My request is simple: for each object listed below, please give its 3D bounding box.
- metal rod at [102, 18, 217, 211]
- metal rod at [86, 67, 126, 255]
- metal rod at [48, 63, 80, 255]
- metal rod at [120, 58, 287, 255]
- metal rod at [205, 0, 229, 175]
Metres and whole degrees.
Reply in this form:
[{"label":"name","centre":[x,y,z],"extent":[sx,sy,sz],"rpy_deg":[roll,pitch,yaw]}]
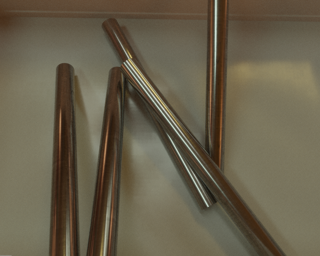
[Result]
[{"label":"metal rod","centre":[-0.008,-0.031,0.420],"extent":[0.025,0.025,0.299],"rpy_deg":[-26,72,-9]},{"label":"metal rod","centre":[-0.053,0.029,0.332],"extent":[0.025,0.025,0.300],"rpy_deg":[-2,45,-1]},{"label":"metal rod","centre":[-0.103,0.022,0.337],"extent":[0.025,0.025,0.300],"rpy_deg":[-12,46,-5]},{"label":"metal rod","centre":[0.045,0.035,0.372],"extent":[0.025,0.025,0.299],"rpy_deg":[-34,77,-12]},{"label":"metal rod","centre":[0.069,-0.091,0.376],"extent":[0.025,0.025,0.298],"rpy_deg":[0,96,0]}]
